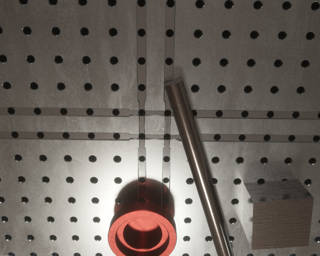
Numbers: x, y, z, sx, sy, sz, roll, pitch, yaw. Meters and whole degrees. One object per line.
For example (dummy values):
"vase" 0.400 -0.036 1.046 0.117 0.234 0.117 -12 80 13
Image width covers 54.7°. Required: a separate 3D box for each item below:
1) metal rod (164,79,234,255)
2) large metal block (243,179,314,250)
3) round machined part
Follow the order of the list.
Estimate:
"metal rod" 0.062 0.075 0.442 0.025 0.025 0.298 -17 110 5
"large metal block" 0.167 0.124 0.448 0.081 0.050 0.079 -4 110 1
"round machined part" -0.025 0.150 0.460 0.099 0.042 0.097 0 110 -1
